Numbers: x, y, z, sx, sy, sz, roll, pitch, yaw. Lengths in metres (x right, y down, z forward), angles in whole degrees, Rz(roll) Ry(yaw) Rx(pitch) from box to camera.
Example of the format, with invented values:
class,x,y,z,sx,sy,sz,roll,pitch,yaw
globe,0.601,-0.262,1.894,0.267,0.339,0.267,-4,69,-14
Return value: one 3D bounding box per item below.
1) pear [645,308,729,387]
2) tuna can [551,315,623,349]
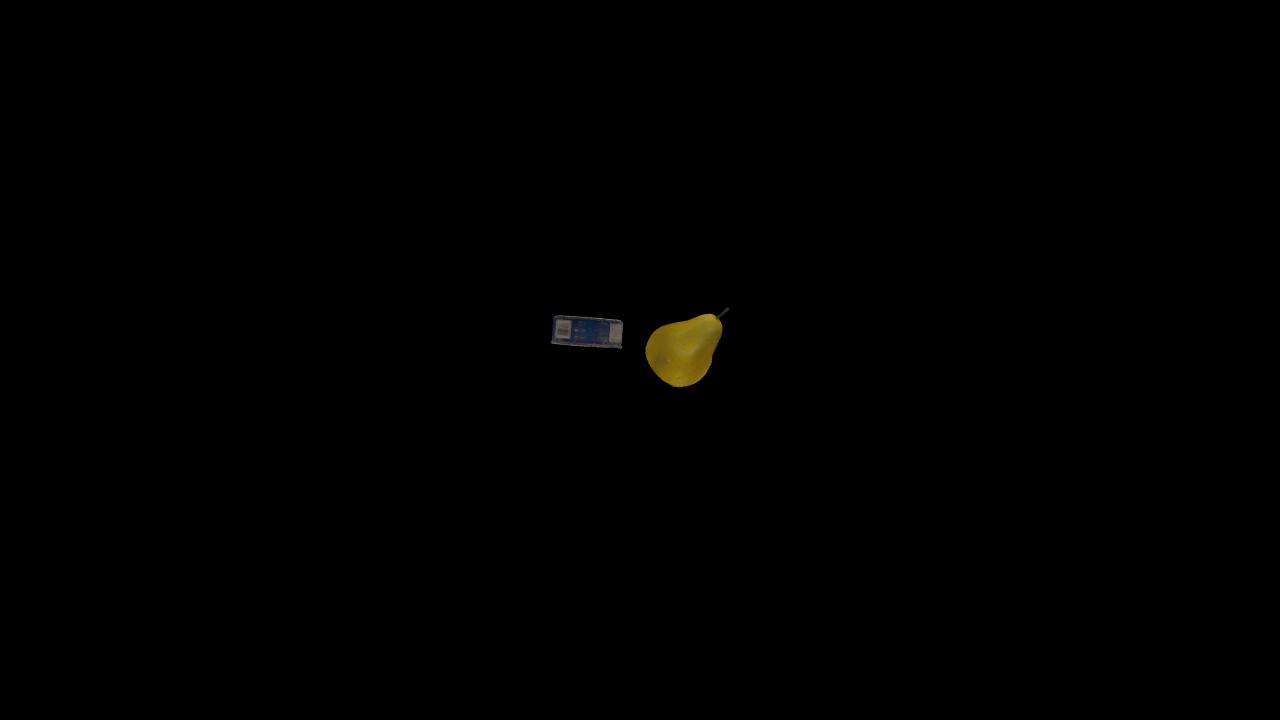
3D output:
class,x,y,z,sx,sy,sz,roll,pitch,yaw
pear,0.061,-0.022,0.707,0.111,0.080,0.080,-39,-9,11
tuna can,-0.062,-0.033,0.725,0.084,0.034,0.084,4,2,0
